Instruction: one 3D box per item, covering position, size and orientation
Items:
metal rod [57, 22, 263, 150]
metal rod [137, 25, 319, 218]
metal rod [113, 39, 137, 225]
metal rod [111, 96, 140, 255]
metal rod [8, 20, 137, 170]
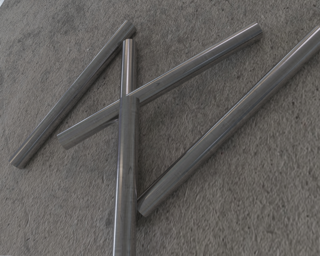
[{"bbox_3d":[0.001,-0.056,0.414,0.301,0.025,0.025,-30,52,-1],"label":"metal rod"},{"bbox_3d":[0.086,-0.009,0.364,0.300,0.025,0.025,-44,51,-3],"label":"metal rod"},{"bbox_3d":[-0.046,-0.012,0.435,0.025,0.025,0.299,-15,55,20],"label":"metal rod"},{"bbox_3d":[-0.038,0.103,0.333,0.025,0.025,0.299,-10,65,23],"label":"metal rod"},{"bbox_3d":[-0.139,-0.060,0.514,0.025,0.025,0.300,29,77,37],"label":"metal rod"}]
